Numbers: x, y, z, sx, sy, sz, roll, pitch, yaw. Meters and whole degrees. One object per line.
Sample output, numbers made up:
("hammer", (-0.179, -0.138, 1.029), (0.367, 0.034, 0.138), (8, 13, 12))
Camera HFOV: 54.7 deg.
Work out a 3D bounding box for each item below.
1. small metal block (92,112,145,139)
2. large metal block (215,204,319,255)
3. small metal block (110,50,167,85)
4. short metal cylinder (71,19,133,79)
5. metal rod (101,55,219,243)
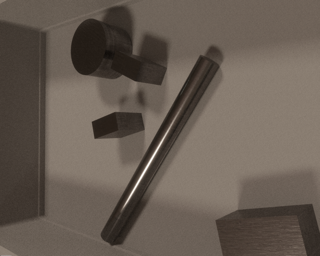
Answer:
("small metal block", (-0.059, -0.003, 0.437), (0.050, 0.050, 0.025), (-18, 79, 38))
("large metal block", (0.109, 0.122, 0.300), (0.080, 0.050, 0.080), (-18, 79, 38))
("small metal block", (-0.028, -0.080, 0.412), (0.050, 0.050, 0.025), (32, 110, 35))
("short metal cylinder", (-0.087, -0.115, 0.460), (0.080, 0.050, 0.079), (0, 90, 39))
("metal rod", (-0.010, 0.042, 0.413), (0.025, 0.025, 0.298), (43, 116, 31))
